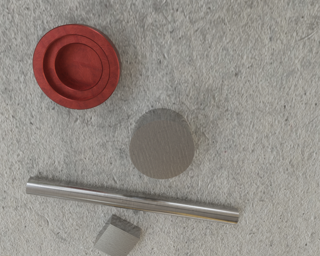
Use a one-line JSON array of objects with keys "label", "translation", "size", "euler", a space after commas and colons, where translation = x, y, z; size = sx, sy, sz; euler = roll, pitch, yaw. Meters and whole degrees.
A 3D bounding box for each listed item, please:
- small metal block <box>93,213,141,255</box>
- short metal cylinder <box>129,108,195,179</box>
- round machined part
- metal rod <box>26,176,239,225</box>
[{"label": "small metal block", "translation": [-0.064, 0.166, 0.470], "size": [0.050, 0.025, 0.050], "euler": [31, 107, -11]}, {"label": "short metal cylinder", "translation": [0.002, 0.019, 0.404], "size": [0.081, 0.050, 0.079], "euler": [0, 110, 0]}, {"label": "round machined part", "translation": [-0.096, -0.074, 0.372], "size": [0.099, 0.042, 0.097], "euler": [0, 110, 0]}, {"label": "metal rod", "translation": [-0.036, 0.106, 0.448], "size": [0.302, 0.025, 0.025], "euler": [10, 110, -4]}]
